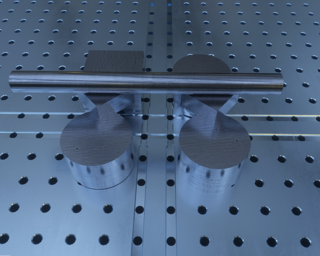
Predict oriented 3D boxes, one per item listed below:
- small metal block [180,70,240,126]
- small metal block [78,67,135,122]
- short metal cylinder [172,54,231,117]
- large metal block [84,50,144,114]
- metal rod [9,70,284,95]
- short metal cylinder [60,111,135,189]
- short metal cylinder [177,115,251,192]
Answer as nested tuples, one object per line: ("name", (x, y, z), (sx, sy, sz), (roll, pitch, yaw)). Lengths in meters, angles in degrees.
("small metal block", (0.061, -0.038, 0.375), (0.050, 0.025, 0.050), (33, 57, 24))
("small metal block", (-0.067, -0.042, 0.378), (0.050, 0.025, 0.050), (-33, 57, -25))
("short metal cylinder", (0.057, -0.061, 0.443), (0.080, 0.050, 0.080), (0, 50, 0))
("large metal block", (-0.065, -0.067, 0.446), (0.080, 0.050, 0.080), (1, 50, 1))
("metal rod", (-0.015, -0.051, 0.353), (0.302, 0.025, 0.025), (1, 50, 0))
("short metal cylinder", (-0.072, 0.025, 0.369), (0.080, 0.050, 0.080), (0, 50, 0))
("short metal cylinder", (0.062, 0.028, 0.368), (0.080, 0.050, 0.080), (0, 50, 0))
